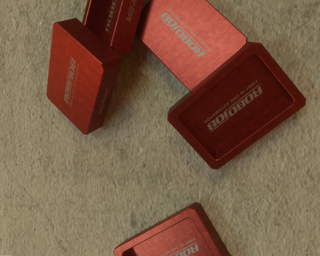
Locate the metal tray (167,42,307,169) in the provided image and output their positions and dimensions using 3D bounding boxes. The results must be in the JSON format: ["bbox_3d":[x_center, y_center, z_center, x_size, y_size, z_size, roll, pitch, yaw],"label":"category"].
[{"bbox_3d":[0.085,-0.024,0.359,0.130,0.030,0.090,-40,100,15],"label":"metal tray"}]

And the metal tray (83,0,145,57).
[{"bbox_3d":[-0.060,-0.164,0.405,0.090,0.030,0.129,22,98,46],"label":"metal tray"}]

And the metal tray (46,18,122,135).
[{"bbox_3d":[-0.105,-0.063,0.406,0.090,0.030,0.129,43,137,14],"label":"metal tray"}]

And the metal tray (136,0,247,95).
[{"bbox_3d":[0.035,-0.117,0.393,0.090,0.030,0.130,-45,77,14],"label":"metal tray"}]

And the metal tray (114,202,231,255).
[{"bbox_3d":[0.015,0.166,0.400,0.130,0.030,0.090,-33,80,16],"label":"metal tray"}]
